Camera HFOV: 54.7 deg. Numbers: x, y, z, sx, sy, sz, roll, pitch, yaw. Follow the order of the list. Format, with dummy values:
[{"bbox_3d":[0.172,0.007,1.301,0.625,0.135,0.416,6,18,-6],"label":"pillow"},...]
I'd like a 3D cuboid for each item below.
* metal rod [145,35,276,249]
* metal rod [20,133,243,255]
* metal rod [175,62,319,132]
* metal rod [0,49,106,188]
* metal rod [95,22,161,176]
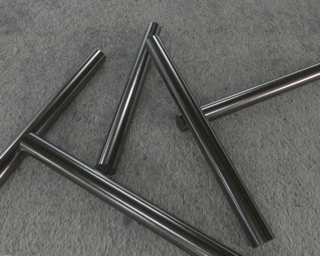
[{"bbox_3d":[0.047,-0.005,0.378,0.025,0.025,0.299,-18,61,-14],"label":"metal rod"},{"bbox_3d":[-0.028,0.081,0.324,0.301,0.025,0.025,27,55,17],"label":"metal rod"},{"bbox_3d":[0.162,-0.057,0.451,0.302,0.025,0.025,-20,53,-17],"label":"metal rod"},{"bbox_3d":[-0.154,-0.009,0.409,0.025,0.025,0.301,17,52,14],"label":"metal rod"},{"bbox_3d":[-0.037,-0.064,0.456,0.025,0.025,0.300,8,50,6],"label":"metal rod"}]
